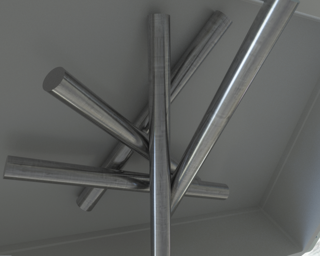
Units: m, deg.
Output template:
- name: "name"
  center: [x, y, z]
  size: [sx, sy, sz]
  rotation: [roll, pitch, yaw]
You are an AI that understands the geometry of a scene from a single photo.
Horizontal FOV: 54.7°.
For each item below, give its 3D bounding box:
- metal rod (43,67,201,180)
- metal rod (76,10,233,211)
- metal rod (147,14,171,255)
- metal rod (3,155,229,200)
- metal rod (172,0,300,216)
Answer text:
- name: "metal rod"
  center: [-0.018, 0.023, 0.379]
  size: [0.025, 0.025, 0.300]
  rotation: [-45, 140, 3]
- name: "metal rod"
  center: [-0.013, -0.014, 0.392]
  size: [0.025, 0.025, 0.299]
  rotation: [30, 102, -38]
- name: "metal rod"
  center: [0.000, 0.026, 0.360]
  size: [0.025, 0.025, 0.298]
  rotation: [-5, 101, -26]
- name: "metal rod"
  center: [-0.032, 0.069, 0.397]
  size: [0.302, 0.025, 0.025]
  rotation: [12, 112, -29]
- name: "metal rod"
  center: [0.050, 0.007, 0.330]
  size: [0.025, 0.025, 0.298]
  rotation: [0, 132, -29]
